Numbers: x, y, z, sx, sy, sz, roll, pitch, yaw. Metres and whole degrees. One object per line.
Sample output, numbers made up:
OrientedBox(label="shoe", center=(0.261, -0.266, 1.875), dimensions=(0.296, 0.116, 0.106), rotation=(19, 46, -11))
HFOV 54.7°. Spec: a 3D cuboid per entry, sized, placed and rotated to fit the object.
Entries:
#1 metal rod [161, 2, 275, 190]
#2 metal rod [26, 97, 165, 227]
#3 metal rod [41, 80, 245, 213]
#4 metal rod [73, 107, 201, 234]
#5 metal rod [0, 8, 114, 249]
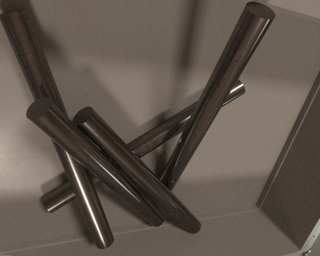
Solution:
OrientedBox(label="metal rod", center=(0.044, -0.003, 0.360), dimensions=(0.025, 0.025, 0.298), rotation=(-9, 146, -24))
OrientedBox(label="metal rod", center=(-0.056, 0.065, 0.386), dimensions=(0.025, 0.025, 0.299), rotation=(-37, 140, -4))
OrientedBox(label="metal rod", center=(-0.015, 0.019, 0.413), dimensions=(0.301, 0.025, 0.025), rotation=(-31, 129, -8))
OrientedBox(label="metal rod", center=(-0.011, 0.076, 0.419), dimensions=(0.025, 0.025, 0.300), rotation=(-39, 132, -2))
OrientedBox(label="metal rod", center=(-0.102, 0.025, 0.345), dimensions=(0.025, 0.025, 0.298), rotation=(-21, 120, -16))
